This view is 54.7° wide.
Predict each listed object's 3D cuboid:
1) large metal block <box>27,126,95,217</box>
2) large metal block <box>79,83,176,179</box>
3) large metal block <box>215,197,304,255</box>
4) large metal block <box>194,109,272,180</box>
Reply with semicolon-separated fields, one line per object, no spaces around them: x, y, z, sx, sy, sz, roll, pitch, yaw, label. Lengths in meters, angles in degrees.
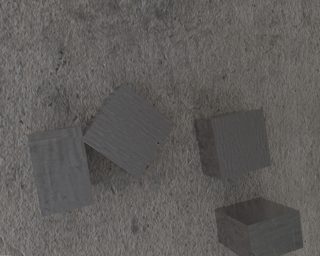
-0.109;0.041;0.340;0.050;0.080;0.080;-10;94;-20;large metal block
-0.042;0.004;0.380;0.080;0.050;0.080;38;78;-16;large metal block
0.134;0.138;0.429;0.081;0.080;0.050;-8;93;-20;large metal block
0.101;0.020;0.433;0.081;0.050;0.080;-12;94;-20;large metal block
